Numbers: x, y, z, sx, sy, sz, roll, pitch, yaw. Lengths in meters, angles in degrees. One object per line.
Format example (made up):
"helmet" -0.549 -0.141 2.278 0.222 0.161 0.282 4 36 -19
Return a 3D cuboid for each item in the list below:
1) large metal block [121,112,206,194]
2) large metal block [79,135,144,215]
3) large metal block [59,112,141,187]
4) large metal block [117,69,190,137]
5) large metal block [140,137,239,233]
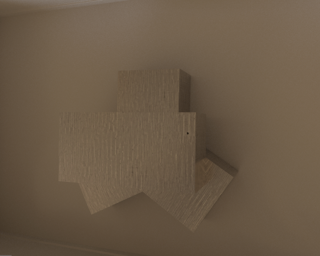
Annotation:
"large metal block" 0.005 0.024 0.339 0.080 0.050 0.080 1 90 20
"large metal block" -0.063 0.059 0.418 0.080 0.050 0.080 -27 81 18
"large metal block" -0.070 0.022 0.367 0.080 0.050 0.080 1 90 20
"large metal block" -0.007 -0.031 0.398 0.080 0.050 0.080 2 91 20
"large metal block" 0.037 0.064 0.381 0.080 0.050 0.080 36 101 17
